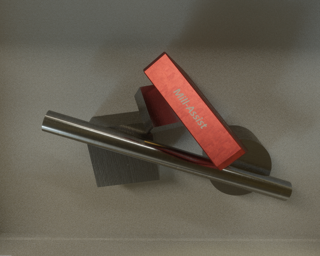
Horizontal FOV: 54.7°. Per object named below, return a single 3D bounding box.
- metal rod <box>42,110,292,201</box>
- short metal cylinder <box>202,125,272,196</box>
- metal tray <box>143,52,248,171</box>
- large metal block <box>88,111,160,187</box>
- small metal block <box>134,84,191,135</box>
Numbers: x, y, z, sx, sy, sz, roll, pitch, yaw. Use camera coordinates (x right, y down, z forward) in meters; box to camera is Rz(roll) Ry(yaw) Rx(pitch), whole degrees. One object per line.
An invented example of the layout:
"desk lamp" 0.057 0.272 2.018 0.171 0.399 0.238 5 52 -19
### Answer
"metal rod" 0.014 0.035 0.369 0.302 0.025 0.025 17 109 -7
"short metal cylinder" 0.100 0.042 0.413 0.081 0.050 0.079 0 110 -1
"metal tray" 0.043 -0.017 0.343 0.030 0.090 0.130 -39 76 12
"large metal block" -0.046 0.026 0.406 0.080 0.050 0.079 -7 110 2
"small metal block" 0.003 -0.024 0.365 0.050 0.025 0.050 -13 76 -24
